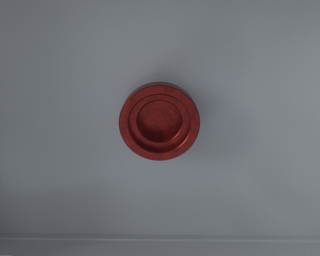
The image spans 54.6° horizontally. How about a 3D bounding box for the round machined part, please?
[{"bbox_3d":[-0.001,-0.011,0.395,0.099,0.042,0.097,0,110,0],"label":"round machined part"}]
